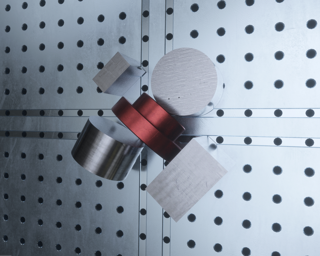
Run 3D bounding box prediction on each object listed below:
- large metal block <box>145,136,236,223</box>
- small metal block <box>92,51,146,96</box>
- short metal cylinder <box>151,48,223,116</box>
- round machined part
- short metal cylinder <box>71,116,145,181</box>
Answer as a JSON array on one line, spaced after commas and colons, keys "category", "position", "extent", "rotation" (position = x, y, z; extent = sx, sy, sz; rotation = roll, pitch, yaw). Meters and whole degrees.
[{"category": "large metal block", "position": [0.040, 0.056, 0.369], "extent": [0.050, 0.080, 0.080], "rotation": [45, 104, 14]}, {"category": "small metal block", "position": [-0.054, -0.071, 0.417], "extent": [0.050, 0.050, 0.025], "rotation": [-44, 77, 14]}, {"category": "short metal cylinder", "position": [0.035, -0.054, 0.386], "extent": [0.080, 0.050, 0.079], "rotation": [0, 90, 19]}, {"category": "round machined part", "position": [-0.008, -0.006, 0.376], "extent": [0.098, 0.098, 0.042], "rotation": [43, 91, 14]}, {"category": "short metal cylinder", "position": [-0.067, 0.025, 0.405], "extent": [0.080, 0.080, 0.050], "rotation": [33, 101, 16]}]
